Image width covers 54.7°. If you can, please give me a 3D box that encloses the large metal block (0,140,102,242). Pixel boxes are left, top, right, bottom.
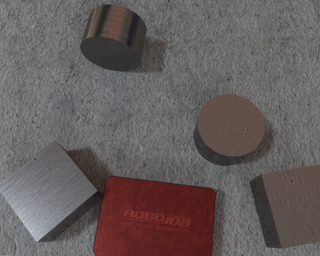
[{"bbox_3d":[-0.126,0.075,0.367,0.080,0.050,0.080,-40,75,-13],"label":"large metal block"}]

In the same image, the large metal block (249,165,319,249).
[{"bbox_3d":[0.161,0.091,0.363,0.081,0.050,0.080,-9,70,-3],"label":"large metal block"}]

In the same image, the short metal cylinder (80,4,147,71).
[{"bbox_3d":[-0.062,-0.120,0.422,0.080,0.080,0.050,9,71,3],"label":"short metal cylinder"}]

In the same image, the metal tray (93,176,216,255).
[{"bbox_3d":[-0.004,0.111,0.365,0.131,0.030,0.090,7,70,2],"label":"metal tray"}]

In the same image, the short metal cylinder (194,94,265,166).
[{"bbox_3d":[0.085,0.004,0.394,0.081,0.050,0.080,0,70,0],"label":"short metal cylinder"}]
